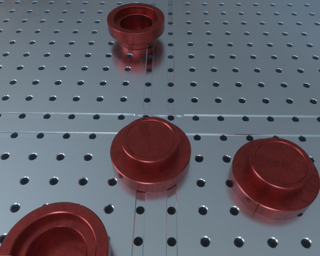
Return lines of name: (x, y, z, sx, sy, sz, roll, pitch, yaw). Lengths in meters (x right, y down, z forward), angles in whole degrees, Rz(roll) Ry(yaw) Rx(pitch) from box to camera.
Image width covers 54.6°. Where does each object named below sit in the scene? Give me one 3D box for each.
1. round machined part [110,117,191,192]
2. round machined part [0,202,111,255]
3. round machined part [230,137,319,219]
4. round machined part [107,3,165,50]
round machined part: (-0.011, 0.024, 0.376, 0.099, 0.042, 0.098, 0, 50, 0)
round machined part: (-0.095, 0.124, 0.292, 0.099, 0.042, 0.098, 0, 50, 0)
round machined part: (0.133, 0.050, 0.356, 0.099, 0.042, 0.098, 0, 50, 0)
round machined part: (-0.041, -0.175, 0.544, 0.099, 0.042, 0.098, 0, 50, 0)
